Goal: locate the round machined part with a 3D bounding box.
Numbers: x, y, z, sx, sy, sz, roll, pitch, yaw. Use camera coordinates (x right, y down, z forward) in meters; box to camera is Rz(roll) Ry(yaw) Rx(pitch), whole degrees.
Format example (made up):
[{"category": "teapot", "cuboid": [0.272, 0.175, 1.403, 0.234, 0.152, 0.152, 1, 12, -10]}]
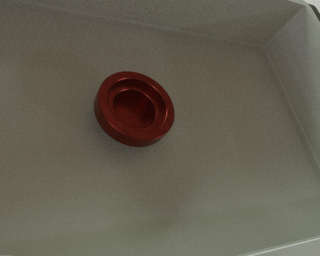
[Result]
[{"category": "round machined part", "cuboid": [-0.035, -0.020, 0.389, 0.099, 0.042, 0.098, 14, 56, -21]}]
